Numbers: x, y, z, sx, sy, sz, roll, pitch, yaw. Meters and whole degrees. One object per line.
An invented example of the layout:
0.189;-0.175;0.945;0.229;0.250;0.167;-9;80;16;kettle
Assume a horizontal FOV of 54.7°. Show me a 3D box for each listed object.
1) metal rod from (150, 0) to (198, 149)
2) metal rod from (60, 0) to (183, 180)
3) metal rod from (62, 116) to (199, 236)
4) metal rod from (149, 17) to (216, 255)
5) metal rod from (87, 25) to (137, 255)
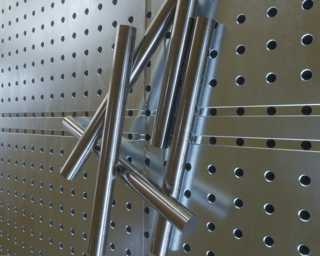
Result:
0.027;-0.120;0.375;0.025;0.025;0.298;21;106;38;metal rod
-0.055;-0.050;0.424;0.025;0.025;0.299;43;107;31;metal rod
-0.062;0.048;0.437;0.300;0.025;0.025;31;110;42;metal rod
0.026;0.017;0.386;0.025;0.025;0.298;18;101;38;metal rod
-0.063;0.021;0.402;0.025;0.025;0.298;14;98;39;metal rod
